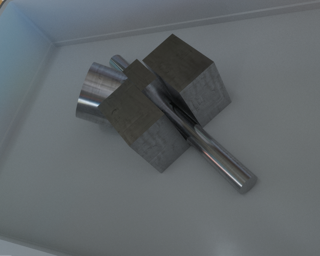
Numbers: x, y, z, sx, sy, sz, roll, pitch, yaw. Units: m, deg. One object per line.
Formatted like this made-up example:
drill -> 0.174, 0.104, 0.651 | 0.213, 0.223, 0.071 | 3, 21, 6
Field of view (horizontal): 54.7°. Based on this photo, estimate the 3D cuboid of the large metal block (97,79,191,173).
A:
large metal block -> -0.019, -0.001, 0.379 | 0.050, 0.080, 0.080 | -43, 51, -1

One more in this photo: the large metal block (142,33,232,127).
large metal block -> 0.035, -0.058, 0.386 | 0.050, 0.080, 0.080 | -42, 51, -1

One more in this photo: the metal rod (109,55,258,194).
metal rod -> 0.010, -0.025, 0.414 | 0.025, 0.025, 0.300 | -43, 51, -2

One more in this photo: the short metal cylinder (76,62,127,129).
short metal cylinder -> -0.078, -0.045, 0.427 | 0.050, 0.080, 0.080 | 18, 66, -7

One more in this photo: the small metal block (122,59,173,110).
small metal block -> -0.015, -0.054, 0.398 | 0.025, 0.050, 0.050 | -42, 51, 0
